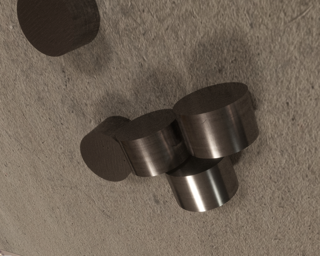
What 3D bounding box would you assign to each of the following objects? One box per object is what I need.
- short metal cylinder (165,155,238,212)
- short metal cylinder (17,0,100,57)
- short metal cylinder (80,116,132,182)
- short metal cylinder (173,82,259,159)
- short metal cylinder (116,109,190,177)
[{"bbox_3d":[0.050,0.056,0.379,0.080,0.080,0.050,-9,114,31],"label":"short metal cylinder"},{"bbox_3d":[-0.120,-0.132,0.371,0.080,0.050,0.079,13,124,20],"label":"short metal cylinder"},{"bbox_3d":[-0.065,0.029,0.441,0.080,0.050,0.079,13,124,20],"label":"short metal cylinder"},{"bbox_3d":[0.060,-0.010,0.333,0.080,0.080,0.050,-8,115,31],"label":"short metal cylinder"},{"bbox_3d":[-0.007,0.017,0.384,0.080,0.080,0.050,-9,114,32],"label":"short metal cylinder"}]
